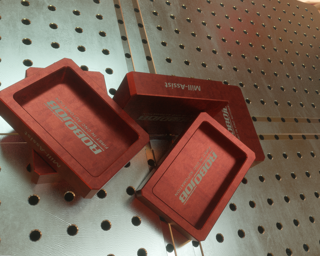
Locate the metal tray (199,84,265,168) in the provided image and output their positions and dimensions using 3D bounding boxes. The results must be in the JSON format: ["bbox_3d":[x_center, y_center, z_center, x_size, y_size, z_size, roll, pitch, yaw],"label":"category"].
[{"bbox_3d":[0.094,-0.006,0.460,0.091,0.030,0.130,3,61,-27],"label":"metal tray"}]

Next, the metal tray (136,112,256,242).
[{"bbox_3d":[0.046,0.056,0.373,0.090,0.030,0.130,40,68,-2],"label":"metal tray"}]

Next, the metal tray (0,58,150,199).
[{"bbox_3d":[-0.086,-0.004,0.321,0.130,0.030,0.090,44,50,2],"label":"metal tray"}]

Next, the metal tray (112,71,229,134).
[{"bbox_3d":[0.008,-0.026,0.387,0.131,0.090,0.030,1,61,-28],"label":"metal tray"}]

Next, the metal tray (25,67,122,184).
[{"bbox_3d":[-0.102,-0.006,0.355,0.091,0.030,0.130,-1,63,-29],"label":"metal tray"}]
